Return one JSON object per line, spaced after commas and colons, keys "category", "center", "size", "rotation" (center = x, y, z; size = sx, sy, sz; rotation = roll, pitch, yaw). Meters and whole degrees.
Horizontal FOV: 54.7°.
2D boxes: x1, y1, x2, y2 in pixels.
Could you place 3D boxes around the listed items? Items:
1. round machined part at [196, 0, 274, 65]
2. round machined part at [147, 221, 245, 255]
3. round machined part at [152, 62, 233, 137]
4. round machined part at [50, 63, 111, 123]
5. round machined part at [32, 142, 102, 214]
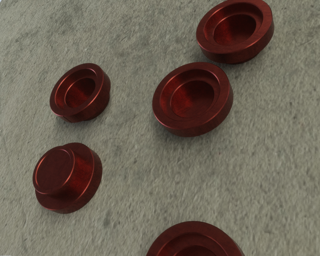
{"category": "round machined part", "center": [0.102, -0.125, 0.415], "size": [0.098, 0.042, 0.098], "rotation": [-13, 56, 20]}
{"category": "round machined part", "center": [0.036, 0.141, 0.287], "size": [0.098, 0.042, 0.098], "rotation": [-13, 56, 20]}
{"category": "round machined part", "center": [0.043, -0.031, 0.389], "size": [0.098, 0.042, 0.098], "rotation": [-13, 56, 20]}
{"category": "round machined part", "center": [-0.119, -0.050, 0.484], "size": [0.098, 0.042, 0.098], "rotation": [-13, 56, 20]}
{"category": "round machined part", "center": [-0.132, 0.063, 0.422], "size": [0.098, 0.042, 0.098], "rotation": [-13, 56, 20]}
